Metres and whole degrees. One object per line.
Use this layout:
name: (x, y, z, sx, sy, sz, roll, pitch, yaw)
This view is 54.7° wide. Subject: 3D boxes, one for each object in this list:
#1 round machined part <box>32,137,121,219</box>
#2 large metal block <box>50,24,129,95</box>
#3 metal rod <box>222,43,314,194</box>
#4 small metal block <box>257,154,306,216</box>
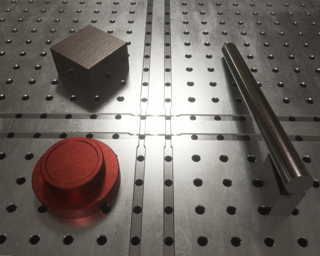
round machined part: (-0.096, 0.049, 0.354, 0.099, 0.042, 0.098, 0, 50, 0)
large metal block: (-0.106, -0.108, 0.481, 0.080, 0.050, 0.080, 31, 56, 23)
metal rod: (0.122, -0.040, 0.403, 0.025, 0.025, 0.300, -2, 38, -2)
small metal block: (0.131, 0.063, 0.340, 0.025, 0.050, 0.050, -1, 50, -1)
